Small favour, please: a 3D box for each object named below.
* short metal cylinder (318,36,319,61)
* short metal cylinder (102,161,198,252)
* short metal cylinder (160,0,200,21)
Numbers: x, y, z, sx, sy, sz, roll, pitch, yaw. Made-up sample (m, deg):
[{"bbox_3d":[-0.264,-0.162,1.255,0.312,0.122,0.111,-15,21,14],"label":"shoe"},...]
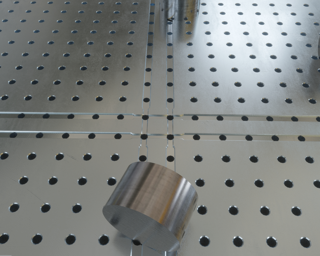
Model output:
[{"bbox_3d":[0.294,-0.137,0.489,0.050,0.080,0.080,3,50,3],"label":"short metal cylinder"},{"bbox_3d":[-0.009,0.078,0.306,0.080,0.080,0.050,18,53,15],"label":"short metal cylinder"},{"bbox_3d":[0.039,-0.253,0.604,0.081,0.050,0.080,0,50,0],"label":"short metal cylinder"}]
